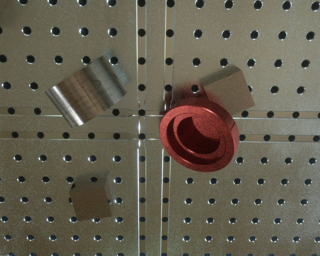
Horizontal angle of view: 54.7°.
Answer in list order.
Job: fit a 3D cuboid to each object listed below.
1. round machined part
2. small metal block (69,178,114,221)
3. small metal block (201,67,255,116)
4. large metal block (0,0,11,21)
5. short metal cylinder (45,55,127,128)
[{"bbox_3d":[0.052,0.005,0.392,0.098,0.042,0.097,15,127,21],"label":"round machined part"},{"bbox_3d":[-0.098,0.104,0.451,0.050,0.025,0.050,-9,110,3],"label":"small metal block"},{"bbox_3d":[0.087,-0.044,0.399,0.050,0.025,0.050,-24,109,8],"label":"small metal block"},{"bbox_3d":[-0.209,-0.165,0.336,0.080,0.050,0.080,35,106,-12],"label":"large metal block"},{"bbox_3d":[-0.086,-0.044,0.367,0.080,0.080,0.050,-29,108,10],"label":"short metal cylinder"}]
